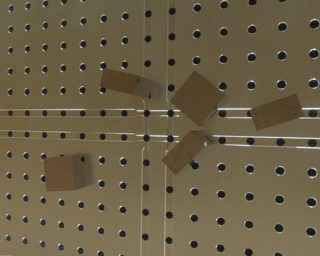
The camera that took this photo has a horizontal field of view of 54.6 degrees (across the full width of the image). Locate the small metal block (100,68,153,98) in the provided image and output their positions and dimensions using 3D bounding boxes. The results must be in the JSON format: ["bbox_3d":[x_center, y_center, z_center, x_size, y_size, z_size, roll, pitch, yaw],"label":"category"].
[{"bbox_3d":[-0.044,-0.059,0.415,0.050,0.050,0.025,15,95,19],"label":"small metal block"}]

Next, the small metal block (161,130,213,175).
[{"bbox_3d":[0.035,0.030,0.387,0.025,0.050,0.050,46,104,14],"label":"small metal block"}]

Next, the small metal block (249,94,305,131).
[{"bbox_3d":[0.132,-0.016,0.353,0.050,0.050,0.025,-20,84,19],"label":"small metal block"}]

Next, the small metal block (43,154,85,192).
[{"bbox_3d":[-0.143,0.067,0.464,0.050,0.025,0.050,-7,88,20],"label":"small metal block"}]

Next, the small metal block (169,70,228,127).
[{"bbox_3d":[0.050,-0.037,0.395,0.050,0.025,0.050,43,103,15],"label":"small metal block"}]
